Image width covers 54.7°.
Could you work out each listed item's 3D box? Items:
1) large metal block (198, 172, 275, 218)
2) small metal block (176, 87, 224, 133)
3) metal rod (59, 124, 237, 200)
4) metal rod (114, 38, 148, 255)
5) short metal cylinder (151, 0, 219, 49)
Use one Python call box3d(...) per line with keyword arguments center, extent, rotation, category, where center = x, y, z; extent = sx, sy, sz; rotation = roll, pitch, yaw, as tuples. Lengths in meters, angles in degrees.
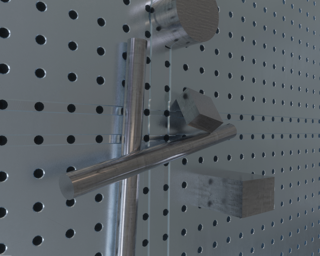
box3d(center=(0.115, 0.097, 0.470), extent=(0.081, 0.080, 0.050), rotation=(2, 89, -40), category="large metal block")
box3d(center=(0.056, -0.025, 0.440), extent=(0.050, 0.025, 0.050), rotation=(17, 41, -39), category="small metal block")
box3d(center=(0.014, 0.030, 0.395), extent=(0.302, 0.025, 0.025), rotation=(-14, 99, -47), category="metal rod")
box3d(center=(-0.036, 0.041, 0.378), extent=(0.025, 0.025, 0.298), rotation=(5, 87, -40), category="metal rod")
box3d(center=(0.034, -0.152, 0.421), extent=(0.081, 0.050, 0.079), rotation=(0, 90, -40), category="short metal cylinder")
